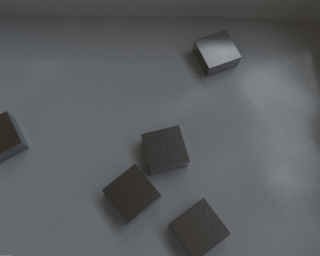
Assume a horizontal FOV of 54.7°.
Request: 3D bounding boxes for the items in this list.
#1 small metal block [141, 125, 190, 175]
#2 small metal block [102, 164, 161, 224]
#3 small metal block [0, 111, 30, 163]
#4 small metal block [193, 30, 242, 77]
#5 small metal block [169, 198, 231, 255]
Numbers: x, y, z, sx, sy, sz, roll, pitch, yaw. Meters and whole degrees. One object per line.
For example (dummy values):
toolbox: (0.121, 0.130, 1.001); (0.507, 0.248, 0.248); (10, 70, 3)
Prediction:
small metal block: (0.006, 0.029, 0.399); (0.050, 0.025, 0.050); (-14, 71, -5)
small metal block: (-0.034, 0.081, 0.380); (0.050, 0.025, 0.050); (-38, 75, -13)
small metal block: (-0.208, 0.014, 0.402); (0.050, 0.025, 0.050); (-30, 73, -11)
small metal block: (0.082, -0.108, 0.450); (0.050, 0.025, 0.050); (-21, 72, -8)
small metal block: (0.046, 0.119, 0.367); (0.050, 0.025, 0.050); (-34, 74, -12)
